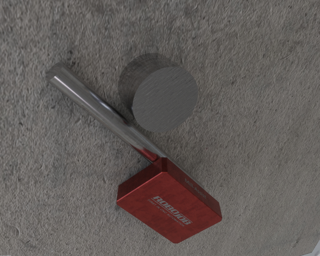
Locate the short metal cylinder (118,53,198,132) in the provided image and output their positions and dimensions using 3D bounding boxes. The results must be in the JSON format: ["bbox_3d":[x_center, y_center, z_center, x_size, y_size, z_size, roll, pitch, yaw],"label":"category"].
[{"bbox_3d":[-0.003,-0.042,0.363,0.081,0.050,0.079,-14,124,-21],"label":"short metal cylinder"}]

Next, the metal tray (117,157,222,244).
[{"bbox_3d":[0.015,0.108,0.441,0.090,0.030,0.130,-36,119,21],"label":"metal tray"}]

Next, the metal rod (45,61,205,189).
[{"bbox_3d":[-0.023,0.022,0.408,0.025,0.025,0.300,-44,129,2],"label":"metal rod"}]

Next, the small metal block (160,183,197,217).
[{"bbox_3d":[0.029,0.111,0.472,0.050,0.025,0.050,-6,139,3],"label":"small metal block"}]
